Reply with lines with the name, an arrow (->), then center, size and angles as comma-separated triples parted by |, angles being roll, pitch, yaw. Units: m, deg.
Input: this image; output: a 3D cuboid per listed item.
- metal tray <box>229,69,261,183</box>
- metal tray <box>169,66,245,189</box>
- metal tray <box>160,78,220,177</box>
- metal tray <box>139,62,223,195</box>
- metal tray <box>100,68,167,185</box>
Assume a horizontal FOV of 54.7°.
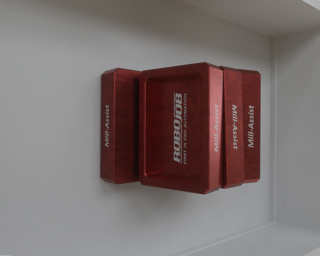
metal tray -> 0.083, -0.002, 0.389 | 0.030, 0.090, 0.129 | 0, 90, -26
metal tray -> 0.051, 0.000, 0.364 | 0.030, 0.090, 0.129 | 0, 88, -40
metal tray -> 0.044, 0.000, 0.438 | 0.091, 0.030, 0.129 | 1, 90, -40
metal tray -> 0.021, 0.000, 0.336 | 0.030, 0.090, 0.129 | 0, 90, -53
metal tray -> -0.025, -0.002, 0.379 | 0.091, 0.030, 0.129 | 1, 90, -40
